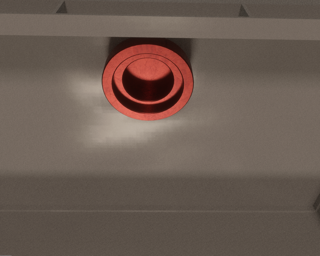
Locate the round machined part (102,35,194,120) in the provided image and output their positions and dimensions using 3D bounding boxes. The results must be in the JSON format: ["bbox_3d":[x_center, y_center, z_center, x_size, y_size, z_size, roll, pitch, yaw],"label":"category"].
[{"bbox_3d":[-0.013,-0.059,0.348,0.099,0.042,0.097,-1,130,0],"label":"round machined part"}]
